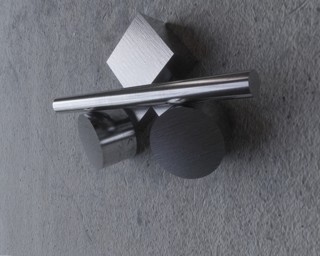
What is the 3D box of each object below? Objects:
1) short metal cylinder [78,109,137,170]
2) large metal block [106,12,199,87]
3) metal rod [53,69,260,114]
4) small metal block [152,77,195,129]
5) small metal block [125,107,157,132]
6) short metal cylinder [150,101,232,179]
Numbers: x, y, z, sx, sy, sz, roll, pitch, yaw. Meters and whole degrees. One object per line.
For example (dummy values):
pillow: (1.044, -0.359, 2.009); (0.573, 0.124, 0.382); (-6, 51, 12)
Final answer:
short metal cylinder: (-0.075, 0.012, 0.433); (0.080, 0.050, 0.079); (35, 135, 45)
large metal block: (-0.012, -0.085, 0.397); (0.080, 0.050, 0.080); (-50, 61, 28)
metal rod: (-0.033, -0.036, 0.366); (0.300, 0.025, 0.025); (-1, 89, 40)
small metal block: (0.024, -0.027, 0.386); (0.050, 0.025, 0.050); (-51, 61, 28)
small metal block: (-0.031, -0.030, 0.432); (0.050, 0.025, 0.050); (-50, 61, 27)
short metal cylinder: (0.035, 0.009, 0.343); (0.080, 0.050, 0.079); (7, 110, 19)
